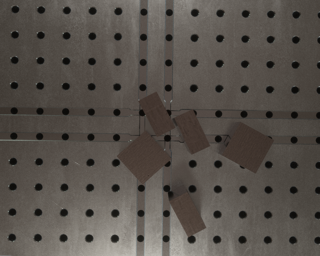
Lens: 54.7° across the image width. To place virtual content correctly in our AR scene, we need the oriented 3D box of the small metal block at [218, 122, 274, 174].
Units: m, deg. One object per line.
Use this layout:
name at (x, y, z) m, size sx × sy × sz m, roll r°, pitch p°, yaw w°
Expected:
small metal block at (0.115, 0.026, 0.415) m, size 0.050 × 0.025 × 0.050 m, roll 29°, pitch 90°, yaw -1°

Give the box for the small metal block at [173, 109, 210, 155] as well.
small metal block at (0.039, 0.005, 0.401) m, size 0.025 × 0.050 × 0.050 m, roll -25°, pitch 90°, yaw 0°

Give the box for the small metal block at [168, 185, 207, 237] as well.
small metal block at (0.034, 0.105, 0.401) m, size 0.025 × 0.050 × 0.050 m, roll -28°, pitch 90°, yaw 0°

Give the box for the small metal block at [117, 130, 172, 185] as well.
small metal block at (-0.021, 0.038, 0.413) m, size 0.050 × 0.025 × 0.050 m, roll -42°, pitch 91°, yaw 0°

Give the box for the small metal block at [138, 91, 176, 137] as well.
small metal block at (-0.004, -0.017, 0.401) m, size 0.025 × 0.050 × 0.050 m, roll -28°, pitch 90°, yaw 0°
